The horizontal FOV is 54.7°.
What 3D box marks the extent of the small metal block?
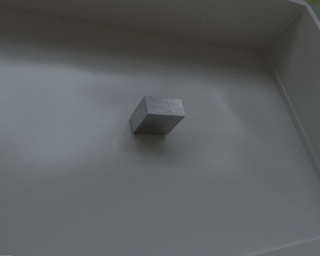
[{"bbox_3d":[-0.004,-0.015,0.393,0.050,0.050,0.025,3,60,-27],"label":"small metal block"}]
